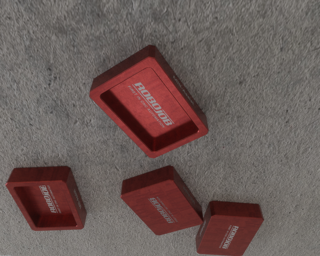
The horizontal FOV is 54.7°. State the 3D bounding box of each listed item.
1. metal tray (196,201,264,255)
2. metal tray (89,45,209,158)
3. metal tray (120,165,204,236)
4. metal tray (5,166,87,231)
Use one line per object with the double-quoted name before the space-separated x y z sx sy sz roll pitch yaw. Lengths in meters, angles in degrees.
"metal tray" 0.122 0.186 0.563 0.091 0.030 0.129 5 130 -5
"metal tray" -0.010 -0.026 0.381 0.090 0.030 0.130 -27 126 21
"metal tray" 0.006 0.123 0.509 0.090 0.030 0.130 -21 127 16
"metal tray" -0.178 0.118 0.501 0.091 0.030 0.129 -3 130 2
